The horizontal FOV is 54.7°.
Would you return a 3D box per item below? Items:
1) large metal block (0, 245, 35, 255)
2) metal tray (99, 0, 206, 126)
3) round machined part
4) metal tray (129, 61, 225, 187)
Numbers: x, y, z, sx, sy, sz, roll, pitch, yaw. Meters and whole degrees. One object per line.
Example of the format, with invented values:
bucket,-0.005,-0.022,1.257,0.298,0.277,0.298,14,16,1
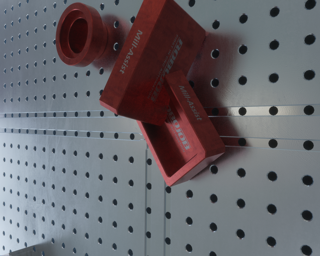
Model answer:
large metal block,-0.296,0.296,0.638,0.080,0.050,0.080,-29,72,36
metal tray,-0.005,-0.072,0.355,0.030,0.090,0.129,30,98,34
round machined part,-0.123,-0.147,0.500,0.098,0.042,0.097,0,90,40
metal tray,0.014,-0.005,0.378,0.090,0.030,0.130,-50,59,47
